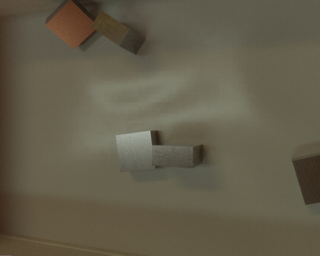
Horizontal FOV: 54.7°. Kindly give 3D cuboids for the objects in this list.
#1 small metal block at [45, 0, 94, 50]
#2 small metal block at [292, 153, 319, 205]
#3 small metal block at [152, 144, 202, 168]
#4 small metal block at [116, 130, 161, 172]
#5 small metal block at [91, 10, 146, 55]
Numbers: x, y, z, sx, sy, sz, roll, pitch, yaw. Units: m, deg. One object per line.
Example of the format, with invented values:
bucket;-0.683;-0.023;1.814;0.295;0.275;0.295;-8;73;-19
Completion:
small metal block;-0.124;-0.149;0.437;0.050;0.050;0.025;-37;39;16
small metal block;0.181;0.054;0.347;0.050;0.025;0.050;-16;85;19
small metal block;0.023;0.033;0.389;0.050;0.050;0.025;1;91;19
small metal block;-0.029;0.031;0.420;0.050;0.025;0.050;-8;87;19
small metal block;-0.055;-0.127;0.415;0.050;0.050;0.025;37;102;16
